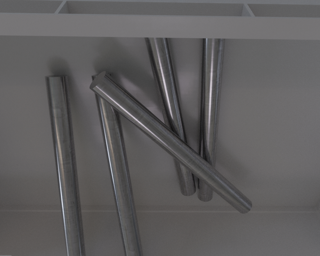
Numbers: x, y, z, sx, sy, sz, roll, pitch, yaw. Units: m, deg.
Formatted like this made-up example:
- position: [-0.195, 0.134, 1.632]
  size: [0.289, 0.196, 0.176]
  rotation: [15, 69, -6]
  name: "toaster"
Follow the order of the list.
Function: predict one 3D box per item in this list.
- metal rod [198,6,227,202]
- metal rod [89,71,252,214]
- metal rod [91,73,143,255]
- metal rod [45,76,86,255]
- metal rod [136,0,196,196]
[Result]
- position: [0.064, -0.004, 0.405]
  size: [0.025, 0.025, 0.298]
  rotation: [-3, 130, 2]
  name: "metal rod"
- position: [0.032, 0.035, 0.404]
  size: [0.025, 0.025, 0.300]
  rotation: [-34, 123, 25]
  name: "metal rod"
- position: [-0.048, 0.080, 0.399]
  size: [0.025, 0.025, 0.298]
  rotation: [-6, 106, 5]
  name: "metal rod"
- position: [-0.117, 0.083, 0.399]
  size: [0.025, 0.025, 0.298]
  rotation: [-1, 106, 1]
  name: "metal rod"
- position: [0.017, -0.013, 0.397]
  size: [0.025, 0.025, 0.298]
  rotation: [-8, 130, 7]
  name: "metal rod"
